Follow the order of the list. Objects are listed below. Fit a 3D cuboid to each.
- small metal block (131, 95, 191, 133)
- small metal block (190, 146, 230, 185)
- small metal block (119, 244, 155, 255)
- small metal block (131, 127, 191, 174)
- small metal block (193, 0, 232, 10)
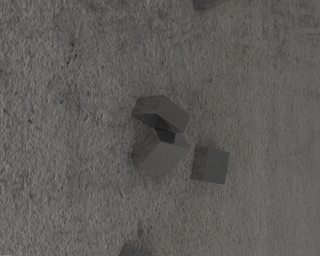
[{"bbox_3d":[0.001,-0.016,0.389,0.050,0.050,0.025,35,69,-35],"label":"small metal block"},{"bbox_3d":[0.076,0.057,0.468,0.050,0.025,0.050,16,80,-39],"label":"small metal block"},{"bbox_3d":[-0.029,0.177,0.380,0.050,0.025,0.050,36,68,-34],"label":"small metal block"},{"bbox_3d":[0.001,0.029,0.387,0.050,0.050,0.025,17,34,-39],"label":"small metal block"},{"bbox_3d":[0.072,-0.203,0.448,0.025,0.050,0.050,-16,100,-39],"label":"small metal block"}]
